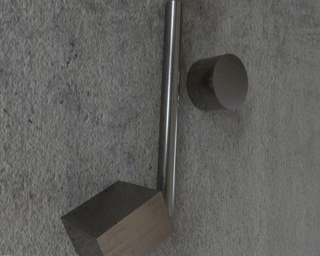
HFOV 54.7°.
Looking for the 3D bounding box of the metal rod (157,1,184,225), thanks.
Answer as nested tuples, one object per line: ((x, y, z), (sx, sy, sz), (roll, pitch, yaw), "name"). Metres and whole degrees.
((0.013, -0.018, 0.414), (0.025, 0.025, 0.298), (4, 87, -40), "metal rod")

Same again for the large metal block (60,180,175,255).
((-0.045, 0.103, 0.331), (0.081, 0.080, 0.050), (-30, 109, -36), "large metal block")

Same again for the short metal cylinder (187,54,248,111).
((0.086, -0.066, 0.460), (0.081, 0.050, 0.080), (0, 90, -40), "short metal cylinder")
